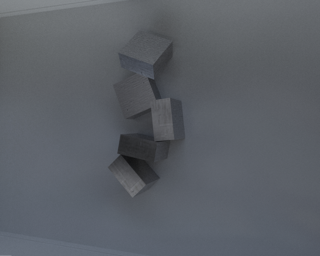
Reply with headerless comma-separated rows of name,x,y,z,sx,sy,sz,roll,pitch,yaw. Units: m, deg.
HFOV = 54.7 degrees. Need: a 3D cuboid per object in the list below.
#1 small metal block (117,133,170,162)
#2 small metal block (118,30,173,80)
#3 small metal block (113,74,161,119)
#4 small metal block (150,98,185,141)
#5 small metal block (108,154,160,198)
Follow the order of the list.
small metal block,-0.020,0.024,0.404,0.050,0.050,0.025,11,94,19
small metal block,-0.018,-0.096,0.403,0.050,0.025,0.050,23,58,18
small metal block,-0.029,-0.044,0.421,0.050,0.025,0.050,-22,83,18
small metal block,0.011,-0.010,0.393,0.025,0.050,0.050,-6,88,20
small metal block,-0.033,0.060,0.409,0.025,0.050,0.050,-46,76,14
